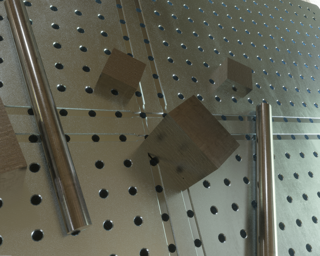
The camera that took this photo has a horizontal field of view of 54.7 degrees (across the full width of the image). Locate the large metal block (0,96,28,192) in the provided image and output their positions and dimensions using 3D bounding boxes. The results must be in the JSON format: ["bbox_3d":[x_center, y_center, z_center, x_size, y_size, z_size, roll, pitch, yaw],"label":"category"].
[{"bbox_3d":[-0.179,0.021,0.283,0.081,0.050,0.080,-17,71,-35],"label":"large metal block"}]

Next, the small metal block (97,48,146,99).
[{"bbox_3d":[-0.052,-0.075,0.426,0.050,0.025,0.050,25,53,-13],"label":"small metal block"}]

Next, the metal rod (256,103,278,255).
[{"bbox_3d":[0.149,0.085,0.435,0.025,0.025,0.300,23,53,-15],"label":"metal rod"}]

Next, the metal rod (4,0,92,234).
[{"bbox_3d":[-0.134,-0.030,0.354,0.025,0.025,0.299,-10,67,-33],"label":"metal rod"}]

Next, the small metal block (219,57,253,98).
[{"bbox_3d":[0.129,-0.086,0.530,0.050,0.025,0.050,20,54,-16],"label":"small metal block"}]

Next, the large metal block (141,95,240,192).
[{"bbox_3d":[0.034,0.020,0.379,0.080,0.080,0.050,48,51,5],"label":"large metal block"}]
